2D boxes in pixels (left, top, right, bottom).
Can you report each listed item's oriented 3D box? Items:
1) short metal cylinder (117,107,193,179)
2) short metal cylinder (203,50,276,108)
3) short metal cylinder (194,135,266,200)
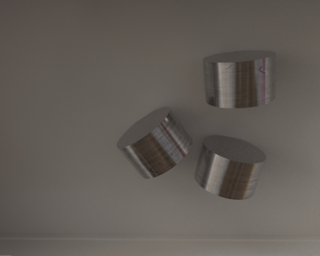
[{"bbox_3d":[-0.007,0.018,0.388,0.080,0.080,0.050,-33,107,11],"label":"short metal cylinder"},{"bbox_3d":[0.092,-0.059,0.361,0.080,0.080,0.050,-6,110,2],"label":"short metal cylinder"},{"bbox_3d":[0.089,0.049,0.401,0.081,0.080,0.050,10,110,-4],"label":"short metal cylinder"}]
